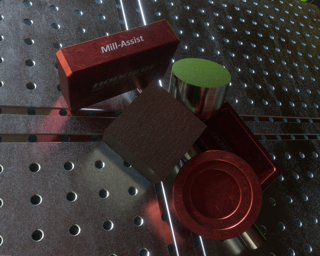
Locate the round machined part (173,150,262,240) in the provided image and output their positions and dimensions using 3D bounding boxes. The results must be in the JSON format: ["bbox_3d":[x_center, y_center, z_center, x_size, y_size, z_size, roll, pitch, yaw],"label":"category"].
[{"bbox_3d":[0.064,0.077,0.362,0.099,0.042,0.098,0,78,1],"label":"round machined part"}]

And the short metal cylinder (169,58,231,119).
[{"bbox_3d":[0.053,-0.056,0.432,0.081,0.050,0.080,5,39,-4],"label":"short metal cylinder"}]

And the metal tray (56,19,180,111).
[{"bbox_3d":[-0.049,-0.071,0.361,0.131,0.090,0.030,-23,76,-21],"label":"metal tray"}]

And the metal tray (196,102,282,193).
[{"bbox_3d":[0.100,0.034,0.433,0.091,0.030,0.130,-28,77,-37],"label":"metal tray"}]

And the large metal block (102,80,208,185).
[{"bbox_3d":[-0.008,0.006,0.356,0.080,0.050,0.080,41,69,-1],"label":"large metal block"}]

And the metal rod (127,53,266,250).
[{"bbox_3d":[0.033,0.023,0.407,0.025,0.025,0.299,-28,77,-37],"label":"metal rod"}]
